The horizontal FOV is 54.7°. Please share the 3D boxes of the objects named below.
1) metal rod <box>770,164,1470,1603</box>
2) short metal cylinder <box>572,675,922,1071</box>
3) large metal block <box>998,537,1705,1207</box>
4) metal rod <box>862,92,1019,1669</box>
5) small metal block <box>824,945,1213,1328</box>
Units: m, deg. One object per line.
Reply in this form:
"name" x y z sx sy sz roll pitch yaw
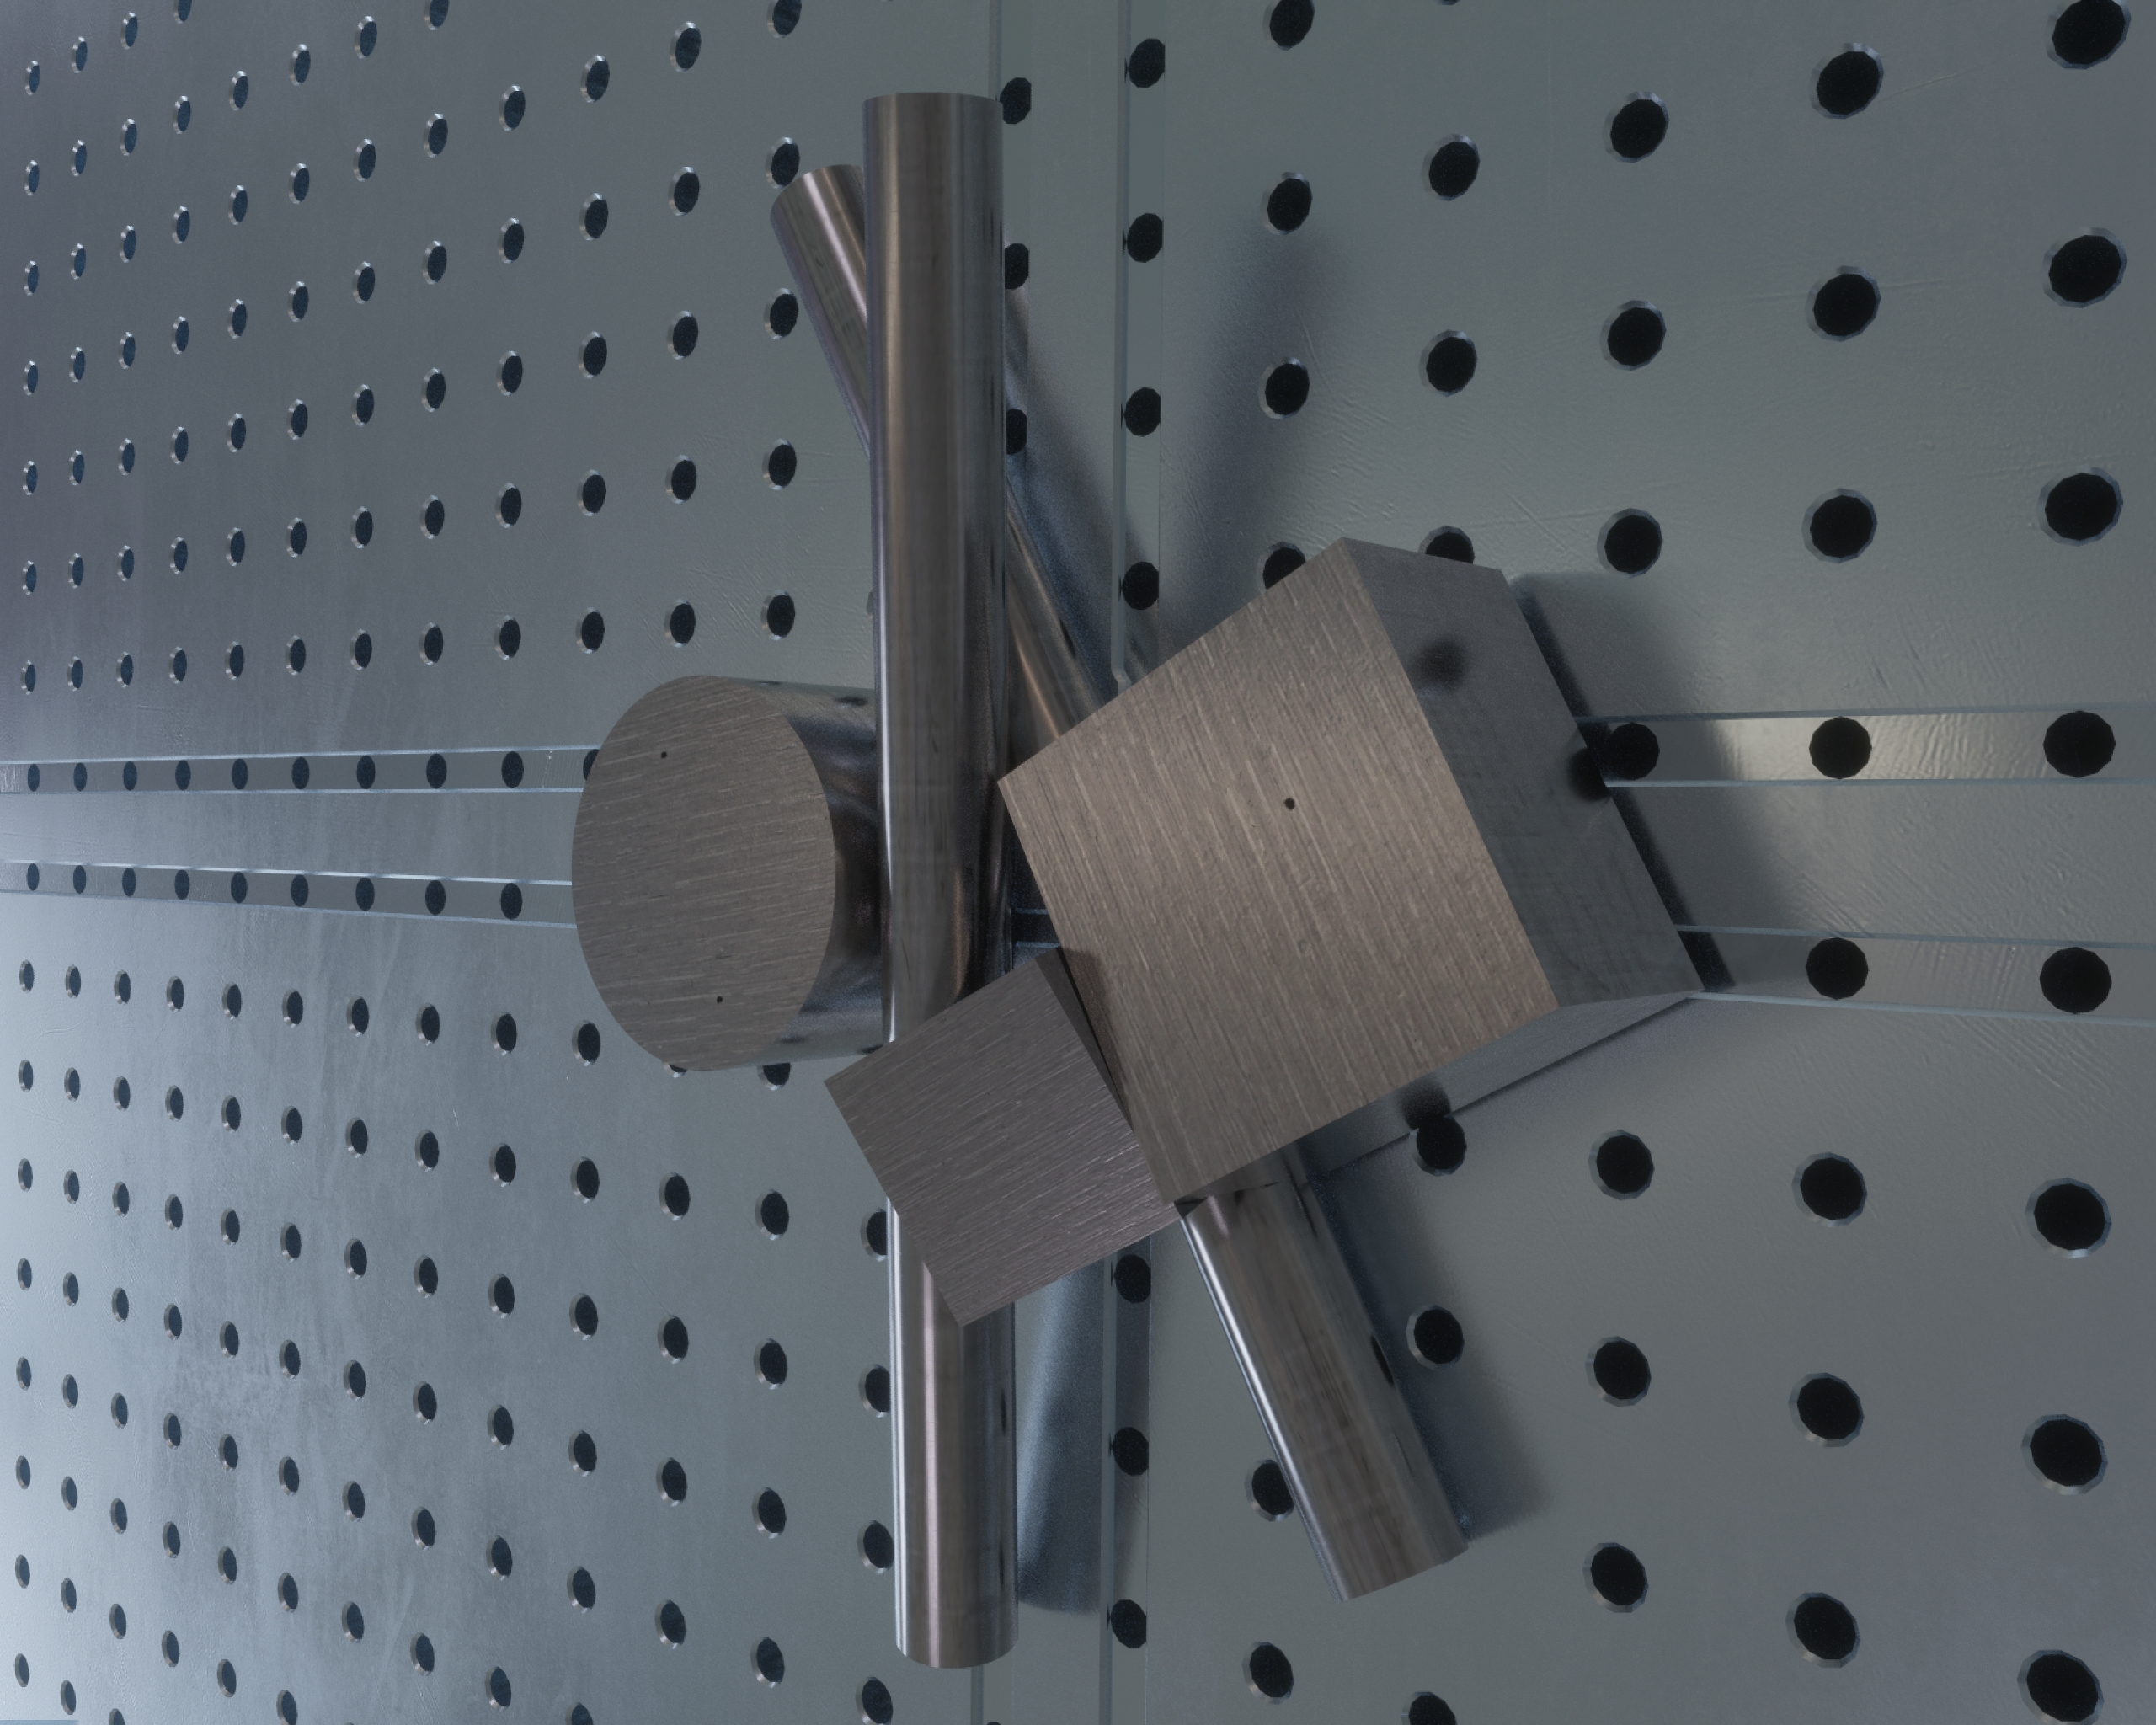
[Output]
"metal rod" 0.001 -0.009 0.403 0.025 0.025 0.299 -35 69 34
"short metal cylinder" -0.061 0.002 0.439 0.080 0.050 0.079 0 90 39
"large metal block" 0.044 0.003 0.352 0.080 0.050 0.080 -34 69 35
"metal rod" -0.025 0.011 0.400 0.025 0.025 0.298 8 103 39
"small metal block" -0.009 0.047 0.370 0.050 0.025 0.050 -32 85 27
